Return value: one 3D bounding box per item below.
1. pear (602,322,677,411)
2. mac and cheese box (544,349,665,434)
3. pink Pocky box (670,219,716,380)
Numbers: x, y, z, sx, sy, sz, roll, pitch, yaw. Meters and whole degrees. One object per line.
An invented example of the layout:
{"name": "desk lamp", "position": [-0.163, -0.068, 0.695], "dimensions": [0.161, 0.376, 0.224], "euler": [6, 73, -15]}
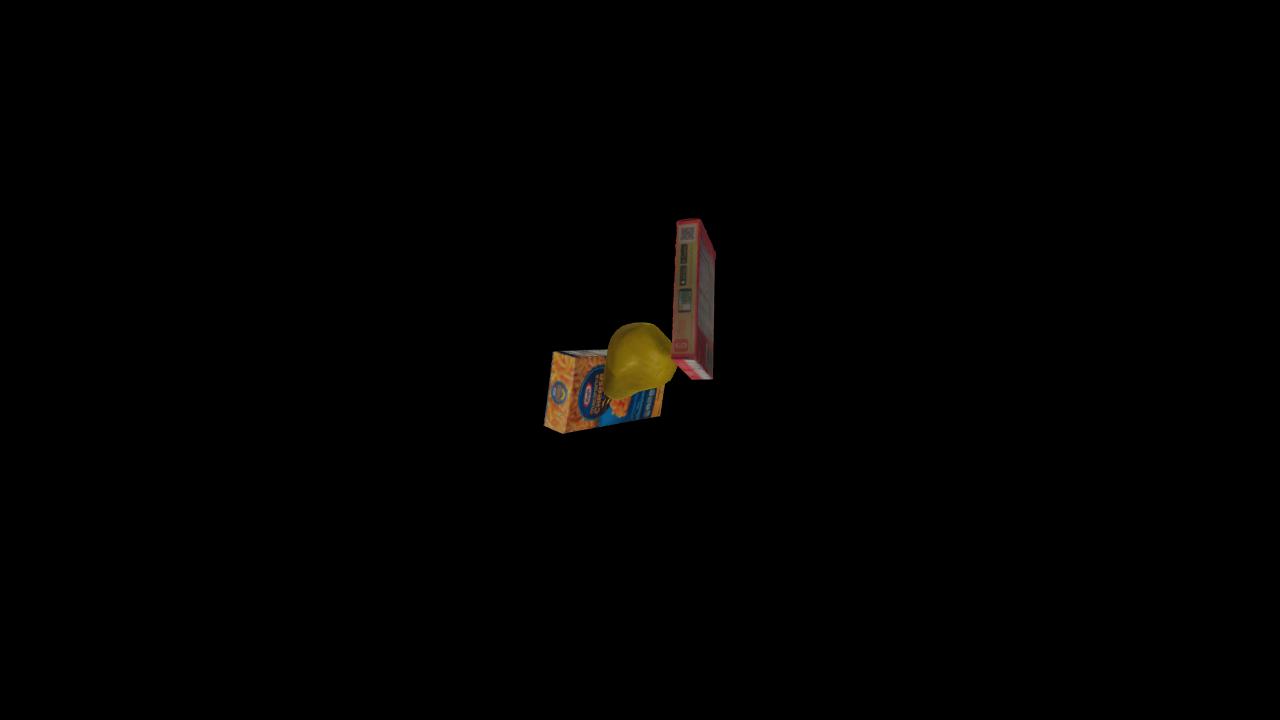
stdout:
{"name": "pear", "position": [-0.014, 0.010, 0.685], "dimensions": [0.111, 0.080, 0.080], "euler": [-39, -15, 19]}
{"name": "mac and cheese box", "position": [-0.036, 0.033, 0.768], "dimensions": [0.041, 0.093, 0.184], "euler": [18, 14, 36]}
{"name": "pink Pocky box", "position": [0.059, -0.063, 0.656], "dimensions": [0.029, 0.155, 0.084], "euler": [-2, -16, 18]}
